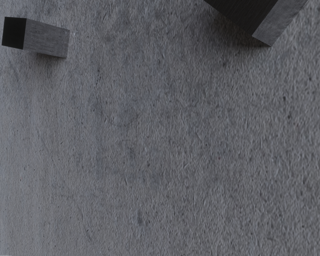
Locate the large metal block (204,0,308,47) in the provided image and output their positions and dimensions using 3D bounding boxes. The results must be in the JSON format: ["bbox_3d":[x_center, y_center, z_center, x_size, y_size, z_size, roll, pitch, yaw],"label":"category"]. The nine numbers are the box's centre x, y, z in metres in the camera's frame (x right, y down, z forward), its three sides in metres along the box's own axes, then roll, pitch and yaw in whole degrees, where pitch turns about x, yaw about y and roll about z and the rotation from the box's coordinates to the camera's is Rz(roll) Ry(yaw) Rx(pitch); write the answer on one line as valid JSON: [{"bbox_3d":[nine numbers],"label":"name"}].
[{"bbox_3d":[0.099,-0.141,0.307,0.080,0.050,0.080,50,119,28],"label":"large metal block"}]

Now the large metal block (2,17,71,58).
[{"bbox_3d":[-0.221,-0.161,0.551,0.080,0.081,0.050,19,102,38],"label":"large metal block"}]
